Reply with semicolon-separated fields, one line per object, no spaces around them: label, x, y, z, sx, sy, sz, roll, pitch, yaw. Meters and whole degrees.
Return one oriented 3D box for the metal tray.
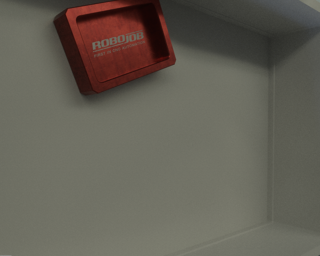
metal tray;-0.046;-0.101;0.366;0.131;0.030;0.089;-28;108;-37
